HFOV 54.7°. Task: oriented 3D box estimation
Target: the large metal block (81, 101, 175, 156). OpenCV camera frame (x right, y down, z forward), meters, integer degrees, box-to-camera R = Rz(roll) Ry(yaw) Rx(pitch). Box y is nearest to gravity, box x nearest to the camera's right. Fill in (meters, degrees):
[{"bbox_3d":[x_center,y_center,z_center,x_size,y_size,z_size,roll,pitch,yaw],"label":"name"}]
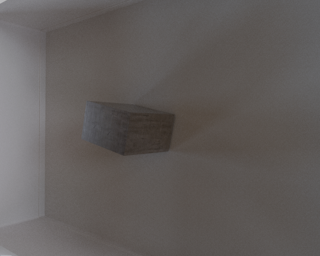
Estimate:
[{"bbox_3d":[-0.041,-0.002,0.399,0.080,0.081,0.050,16,100,38],"label":"large metal block"}]
